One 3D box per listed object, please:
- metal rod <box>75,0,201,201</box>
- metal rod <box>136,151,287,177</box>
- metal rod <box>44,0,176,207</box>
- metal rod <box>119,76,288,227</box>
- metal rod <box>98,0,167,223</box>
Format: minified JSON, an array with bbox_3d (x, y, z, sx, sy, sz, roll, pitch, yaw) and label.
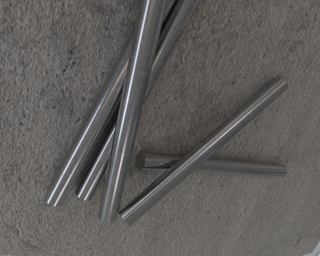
[{"bbox_3d":[-0.028,-0.038,0.367,0.025,0.025,0.298,19,108,-36],"label":"metal rod"},{"bbox_3d":[0.100,0.062,0.499,0.302,0.025,0.025,8,114,-32],"label":"metal rod"},{"bbox_3d":[-0.058,-0.034,0.353,0.025,0.025,0.299,21,107,-36],"label":"metal rod"},{"bbox_3d":[0.068,0.026,0.435,0.301,0.025,0.025,-39,130,-12],"label":"metal rod"},{"bbox_3d":[-0.034,-0.015,0.344,0.025,0.025,0.298,0,118,-29],"label":"metal rod"}]
